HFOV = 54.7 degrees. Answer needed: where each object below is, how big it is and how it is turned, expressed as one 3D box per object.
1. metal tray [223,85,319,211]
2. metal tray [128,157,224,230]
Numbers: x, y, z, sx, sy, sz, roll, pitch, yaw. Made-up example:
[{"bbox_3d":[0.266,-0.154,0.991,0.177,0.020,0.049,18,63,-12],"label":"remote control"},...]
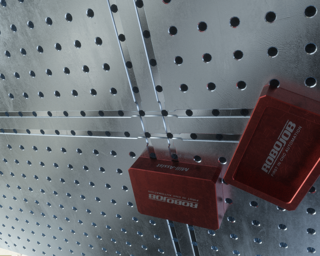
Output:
[{"bbox_3d":[0.136,0.026,0.351,0.090,0.030,0.129,23,127,13],"label":"metal tray"},{"bbox_3d":[0.024,0.094,0.452,0.130,0.030,0.089,5,121,25],"label":"metal tray"}]
